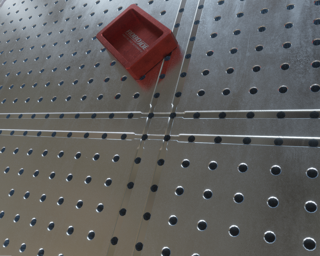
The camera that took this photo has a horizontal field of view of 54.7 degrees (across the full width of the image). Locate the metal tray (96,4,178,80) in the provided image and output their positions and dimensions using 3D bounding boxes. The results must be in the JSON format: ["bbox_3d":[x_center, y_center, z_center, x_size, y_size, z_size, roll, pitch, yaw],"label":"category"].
[{"bbox_3d":[-0.042,-0.147,0.517,0.090,0.030,0.130,-41,51,0],"label":"metal tray"}]
